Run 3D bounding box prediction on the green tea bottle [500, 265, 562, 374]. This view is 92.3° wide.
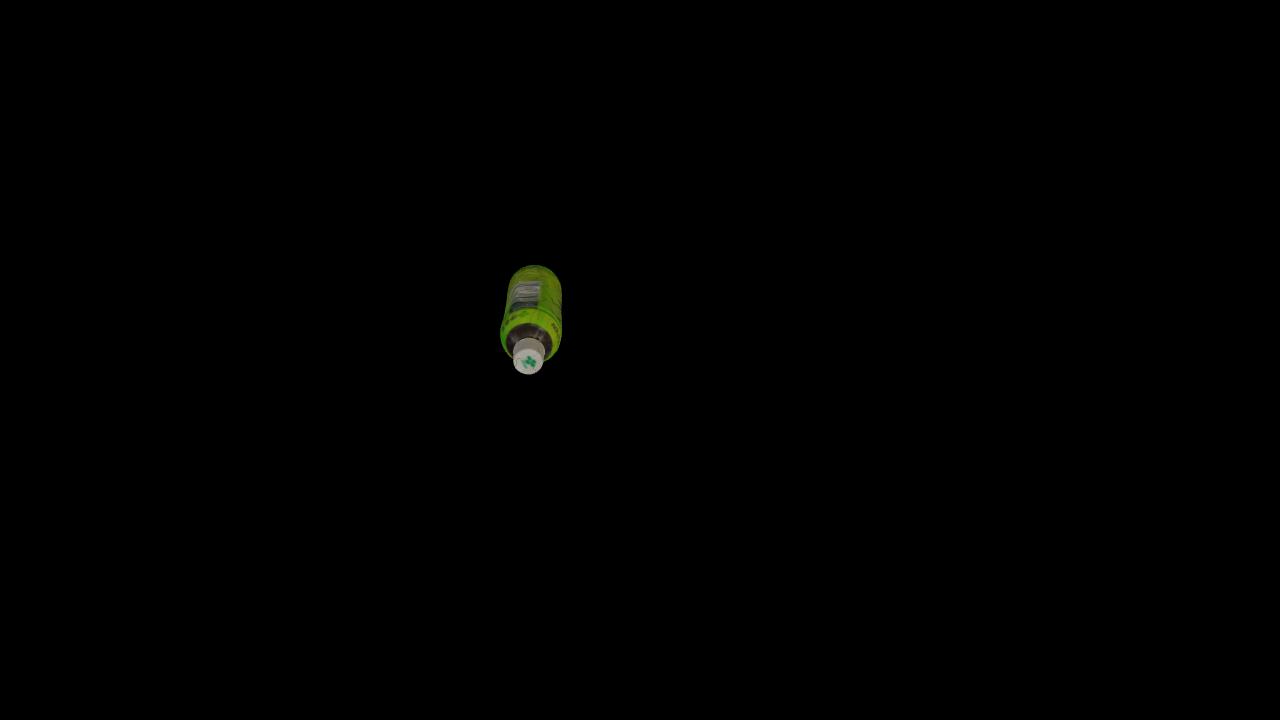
[{"bbox_3d":[-0.126,-0.047,0.716,0.073,0.073,0.212,0,27,-5],"label":"green tea bottle"}]
